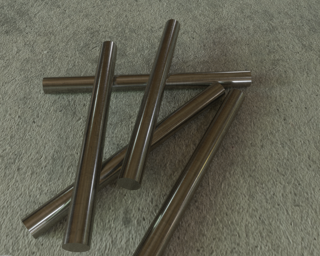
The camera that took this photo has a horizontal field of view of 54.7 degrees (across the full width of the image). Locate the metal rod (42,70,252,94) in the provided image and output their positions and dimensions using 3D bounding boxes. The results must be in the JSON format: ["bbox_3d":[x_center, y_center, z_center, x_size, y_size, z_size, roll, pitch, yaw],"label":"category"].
[{"bbox_3d":[-0.017,-0.068,0.459,0.302,0.025,0.025,-2,50,-2],"label":"metal rod"}]

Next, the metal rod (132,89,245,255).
[{"bbox_3d":[0.037,0.055,0.356,0.025,0.025,0.301,23,54,18],"label":"metal rod"}]

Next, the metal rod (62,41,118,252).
[{"bbox_3d":[-0.076,-0.007,0.374,0.025,0.025,0.300,0,50,0],"label":"metal rod"}]

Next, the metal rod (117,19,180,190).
[{"bbox_3d":[-0.006,-0.055,0.415,0.025,0.025,0.300,8,50,6],"label":"metal rod"}]

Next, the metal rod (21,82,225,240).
[{"bbox_3d":[-0.024,0.024,0.382,0.302,0.025,0.025,-36,59,-27],"label":"metal rod"}]
